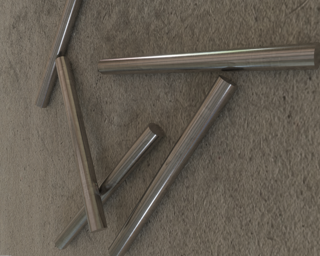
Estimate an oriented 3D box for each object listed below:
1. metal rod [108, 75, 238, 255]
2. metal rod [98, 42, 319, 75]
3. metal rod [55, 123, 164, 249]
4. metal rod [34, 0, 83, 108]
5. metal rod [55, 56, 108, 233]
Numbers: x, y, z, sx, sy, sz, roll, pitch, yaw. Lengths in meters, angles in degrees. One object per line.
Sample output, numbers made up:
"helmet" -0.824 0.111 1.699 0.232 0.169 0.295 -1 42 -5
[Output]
"metal rod" 0.005 0.066 0.400 0.025 0.025 0.298 45 117 30
"metal rod" 0.030 -0.080 0.380 0.300 0.025 0.025 7 95 39
"metal rod" -0.090 0.103 0.479 0.298 0.025 0.025 -50 61 28
"metal rod" -0.167 -0.170 0.542 0.025 0.025 0.298 40 114 33
"metal rod" -0.129 0.012 0.491 0.025 0.025 0.299 -35 62 34
